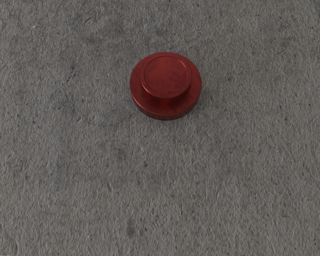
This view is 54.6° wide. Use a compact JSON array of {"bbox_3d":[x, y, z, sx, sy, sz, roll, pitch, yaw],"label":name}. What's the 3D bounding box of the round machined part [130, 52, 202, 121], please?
[{"bbox_3d":[0.008,-0.063,0.422,0.099,0.042,0.098,0,70,0],"label":"round machined part"}]
